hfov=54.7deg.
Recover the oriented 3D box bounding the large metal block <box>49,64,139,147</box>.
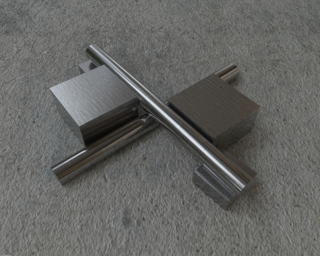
[{"bbox_3d":[-0.085,-0.029,0.410,0.081,0.050,0.080,-30,56,-23],"label":"large metal block"}]

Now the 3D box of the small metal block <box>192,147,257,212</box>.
[{"bbox_3d":[0.074,0.058,0.357,0.050,0.025,0.050,-36,59,-26],"label":"small metal block"}]

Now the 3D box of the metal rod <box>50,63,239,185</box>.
[{"bbox_3d":[-0.003,-0.017,0.420,0.302,0.025,0.025,-32,57,-24],"label":"metal rod"}]

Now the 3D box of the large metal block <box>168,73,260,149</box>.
[{"bbox_3d":[0.066,-0.015,0.402,0.081,0.050,0.080,-32,57,-24],"label":"large metal block"}]

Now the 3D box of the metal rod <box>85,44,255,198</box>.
[{"bbox_3d":[-0.006,-0.026,0.393,0.025,0.025,0.300,-32,57,-24],"label":"metal rod"}]

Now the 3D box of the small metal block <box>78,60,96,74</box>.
[{"bbox_3d":[-0.089,-0.084,0.476,0.050,0.025,0.050,-30,56,-23],"label":"small metal block"}]
